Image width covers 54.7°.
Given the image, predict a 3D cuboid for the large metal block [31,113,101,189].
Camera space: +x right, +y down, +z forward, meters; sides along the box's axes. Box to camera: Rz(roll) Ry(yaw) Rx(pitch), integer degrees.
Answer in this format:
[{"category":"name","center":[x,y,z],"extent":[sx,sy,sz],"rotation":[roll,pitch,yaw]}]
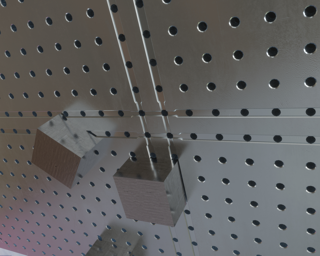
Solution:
[{"category":"large metal block","center":[-0.152,0.038,0.496],"extent":[0.080,0.050,0.079],"rotation":[33,128,6]}]

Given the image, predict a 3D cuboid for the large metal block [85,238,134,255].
[{"category":"large metal block","center":[-0.097,0.276,0.615],"extent":[0.080,0.050,0.079],"rotation":[10,123,22]}]

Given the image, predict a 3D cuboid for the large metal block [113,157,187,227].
[{"category":"large metal block","center":[-0.013,0.092,0.457],"extent":[0.080,0.050,0.079],"rotation":[2,119,27]}]
